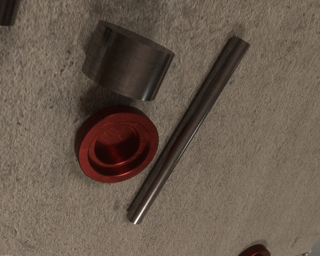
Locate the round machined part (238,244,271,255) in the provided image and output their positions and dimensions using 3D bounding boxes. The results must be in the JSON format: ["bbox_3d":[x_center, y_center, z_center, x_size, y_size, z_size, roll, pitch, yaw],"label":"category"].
[{"bbox_3d":[0.219,0.321,0.718,0.099,0.042,0.097,-14,125,-21],"label":"round machined part"}]

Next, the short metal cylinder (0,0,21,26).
[{"bbox_3d":[-0.142,-0.114,0.223,0.081,0.080,0.050,12,112,-34],"label":"short metal cylinder"}]

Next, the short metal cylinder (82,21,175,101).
[{"bbox_3d":[-0.032,-0.068,0.313,0.081,0.080,0.050,13,112,-34],"label":"short metal cylinder"}]

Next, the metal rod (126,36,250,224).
[{"bbox_3d":[0.032,0.013,0.434,0.025,0.025,0.298,19,108,-36],"label":"metal rod"}]

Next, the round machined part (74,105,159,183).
[{"bbox_3d":[-0.055,0.015,0.377,0.099,0.042,0.097,-14,125,-21],"label":"round machined part"}]
